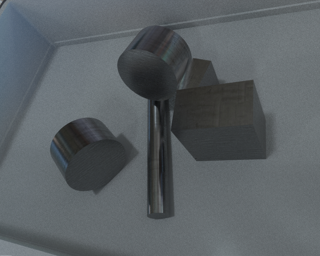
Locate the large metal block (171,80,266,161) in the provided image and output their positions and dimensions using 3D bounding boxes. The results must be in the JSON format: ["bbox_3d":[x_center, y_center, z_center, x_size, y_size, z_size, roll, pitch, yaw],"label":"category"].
[{"bbox_3d":[0.067,-0.003,0.337,0.080,0.080,0.050,-5,60,25],"label":"large metal block"}]

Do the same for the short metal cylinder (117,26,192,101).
[{"bbox_3d":[-0.006,-0.081,0.392,0.080,0.080,0.050,5,50,30],"label":"short metal cylinder"}]

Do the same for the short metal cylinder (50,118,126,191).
[{"bbox_3d":[-0.091,0.034,0.396,0.080,0.080,0.050,-45,51,-3],"label":"short metal cylinder"}]

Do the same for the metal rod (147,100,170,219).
[{"bbox_3d":[-0.004,-0.029,0.424,0.025,0.025,0.299,-14,56,20],"label":"metal rod"}]

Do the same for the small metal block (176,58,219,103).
[{"bbox_3d":[0.050,-0.052,0.394,0.025,0.050,0.050,17,71,30],"label":"small metal block"}]
